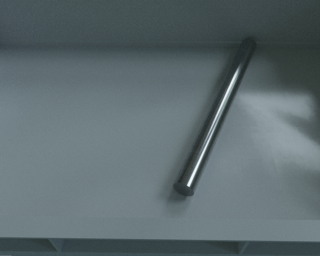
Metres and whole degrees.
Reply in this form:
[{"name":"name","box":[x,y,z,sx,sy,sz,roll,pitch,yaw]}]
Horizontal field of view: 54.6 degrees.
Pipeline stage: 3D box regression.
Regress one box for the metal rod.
[{"name":"metal rod","box":[0.088,-0.036,0.435,0.025,0.025,0.301,19,53,15]}]
